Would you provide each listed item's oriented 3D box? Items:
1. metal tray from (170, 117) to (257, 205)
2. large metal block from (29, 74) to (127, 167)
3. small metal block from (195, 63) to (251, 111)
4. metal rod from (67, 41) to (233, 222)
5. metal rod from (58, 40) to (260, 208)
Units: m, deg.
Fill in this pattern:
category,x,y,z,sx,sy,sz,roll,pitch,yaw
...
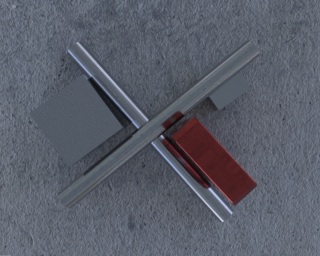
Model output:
category,x,y,z,sx,sy,sz,roll,pitch,yaw
metal tray,0.053,0.032,0.359,0.030,0.130,0.090,-43,90,1
large metal block,-0.101,-0.009,0.396,0.080,0.050,0.080,-37,90,0
small metal block,0.082,-0.057,0.412,0.050,0.025,0.050,-35,90,0
metal rod,-0.012,0.006,0.411,0.025,0.025,0.300,-42,91,0
metal rod,-0.001,-0.005,0.386,0.300,0.025,0.025,-39,91,-1
